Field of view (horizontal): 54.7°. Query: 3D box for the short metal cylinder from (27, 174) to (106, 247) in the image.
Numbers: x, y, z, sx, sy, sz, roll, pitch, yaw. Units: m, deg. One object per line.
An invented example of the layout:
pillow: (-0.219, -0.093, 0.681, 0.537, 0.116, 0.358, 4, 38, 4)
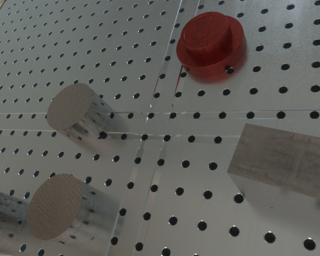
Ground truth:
short metal cylinder: (-0.116, 0.104, 0.390, 0.080, 0.050, 0.080, -13, 56, 21)

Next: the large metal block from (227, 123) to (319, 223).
large metal block: (0.117, 0.043, 0.285, 0.080, 0.080, 0.050, 13, 69, 33)

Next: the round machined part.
round machined part: (0.068, -0.125, 0.438, 0.098, 0.042, 0.098, -13, 56, 21)

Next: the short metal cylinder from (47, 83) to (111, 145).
short metal cylinder: (-0.122, -0.021, 0.469, 0.080, 0.050, 0.080, -13, 56, 21)

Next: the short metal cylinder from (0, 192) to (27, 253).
short metal cylinder: (-0.239, 0.130, 0.438, 0.080, 0.050, 0.080, -13, 56, 21)
